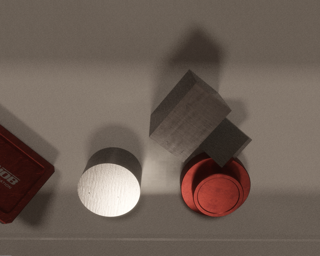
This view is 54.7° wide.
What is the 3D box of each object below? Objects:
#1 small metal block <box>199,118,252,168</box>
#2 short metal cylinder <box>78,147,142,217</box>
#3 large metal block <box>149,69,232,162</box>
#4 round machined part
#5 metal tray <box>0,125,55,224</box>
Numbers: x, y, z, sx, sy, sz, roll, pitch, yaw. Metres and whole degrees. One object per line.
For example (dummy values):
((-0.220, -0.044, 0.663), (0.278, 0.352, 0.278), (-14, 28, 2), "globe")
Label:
((0.082, 0.016, 0.403), (0.050, 0.025, 0.050), (45, 102, 23), "small metal block")
((-0.066, 0.073, 0.424), (0.081, 0.050, 0.079), (0, 110, -1), "short metal cylinder")
((0.032, -0.018, 0.376), (0.050, 0.080, 0.080), (37, 106, -13), "large metal block")
((0.078, 0.084, 0.435), (0.099, 0.042, 0.097), (0, 110, -1), "round machined part")
((-0.215, 0.048, 0.393), (0.130, 0.090, 0.030), (43, 147, -15), "metal tray")
